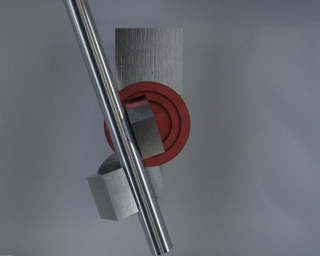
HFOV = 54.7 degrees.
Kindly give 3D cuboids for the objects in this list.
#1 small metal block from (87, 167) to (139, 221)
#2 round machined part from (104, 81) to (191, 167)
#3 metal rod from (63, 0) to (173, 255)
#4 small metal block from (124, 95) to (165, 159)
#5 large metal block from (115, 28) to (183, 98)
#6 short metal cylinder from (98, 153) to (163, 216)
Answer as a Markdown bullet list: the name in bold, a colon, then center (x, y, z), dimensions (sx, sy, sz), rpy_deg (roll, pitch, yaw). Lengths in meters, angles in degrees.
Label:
- **small metal block**: center (-0.054, 0.073, 0.345), dimensions (0.025, 0.050, 0.050), rpy_deg (-19, 90, -34)
- **round machined part**: center (-0.014, -0.005, 0.372), dimensions (0.099, 0.042, 0.097), rpy_deg (0, 90, -1)
- **metal rod**: center (-0.047, -0.007, 0.340), dimensions (0.025, 0.025, 0.298), rpy_deg (-19, 90, 0)
- **small metal block**: center (-0.018, -0.002, 0.349), dimensions (0.025, 0.050, 0.050), rpy_deg (-19, 125, -4)
- **large metal block**: center (-0.013, -0.080, 0.396), dimensions (0.081, 0.050, 0.079), rpy_deg (0, 90, -1)
- **short metal cylinder**: center (-0.037, 0.066, 0.398), dimensions (0.081, 0.050, 0.079), rpy_deg (0, 90, -1)
